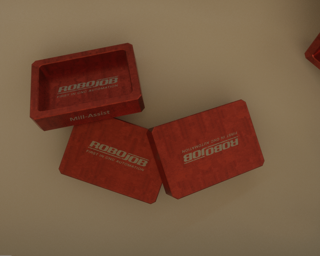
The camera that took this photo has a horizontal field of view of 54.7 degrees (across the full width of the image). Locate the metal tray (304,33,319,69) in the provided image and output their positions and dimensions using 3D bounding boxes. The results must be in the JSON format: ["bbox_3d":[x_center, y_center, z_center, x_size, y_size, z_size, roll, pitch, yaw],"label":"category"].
[{"bbox_3d":[0.235,-0.100,0.350,0.030,0.130,0.090,-37,72,-17],"label":"metal tray"}]

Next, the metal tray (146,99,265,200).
[{"bbox_3d":[0.059,0.025,0.393,0.131,0.030,0.090,-18,91,-16],"label":"metal tray"}]

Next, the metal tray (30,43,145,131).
[{"bbox_3d":[-0.091,-0.053,0.387,0.131,0.030,0.090,-11,61,-1],"label":"metal tray"}]

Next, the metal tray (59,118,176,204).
[{"bbox_3d":[-0.054,0.035,0.408,0.131,0.030,0.090,19,90,-1],"label":"metal tray"}]
